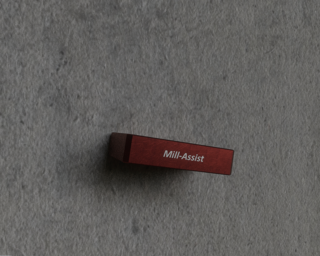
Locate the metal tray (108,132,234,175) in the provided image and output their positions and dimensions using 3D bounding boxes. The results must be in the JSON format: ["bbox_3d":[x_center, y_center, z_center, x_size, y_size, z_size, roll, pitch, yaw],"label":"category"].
[{"bbox_3d":[0.011,0.030,0.378,0.131,0.090,0.030,9,87,-20],"label":"metal tray"}]
